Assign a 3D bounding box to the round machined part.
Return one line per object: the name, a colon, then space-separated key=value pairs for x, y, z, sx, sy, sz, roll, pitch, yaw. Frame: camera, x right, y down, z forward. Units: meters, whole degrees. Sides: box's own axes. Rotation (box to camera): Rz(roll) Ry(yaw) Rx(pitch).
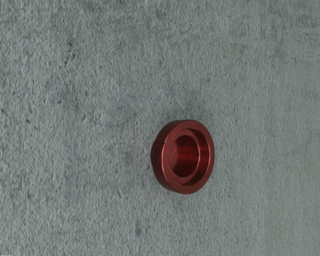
round machined part: x=0.026 y=0.037 z=0.419 sx=0.099 sy=0.042 sz=0.097 roll=0 pitch=90 yaw=-40
